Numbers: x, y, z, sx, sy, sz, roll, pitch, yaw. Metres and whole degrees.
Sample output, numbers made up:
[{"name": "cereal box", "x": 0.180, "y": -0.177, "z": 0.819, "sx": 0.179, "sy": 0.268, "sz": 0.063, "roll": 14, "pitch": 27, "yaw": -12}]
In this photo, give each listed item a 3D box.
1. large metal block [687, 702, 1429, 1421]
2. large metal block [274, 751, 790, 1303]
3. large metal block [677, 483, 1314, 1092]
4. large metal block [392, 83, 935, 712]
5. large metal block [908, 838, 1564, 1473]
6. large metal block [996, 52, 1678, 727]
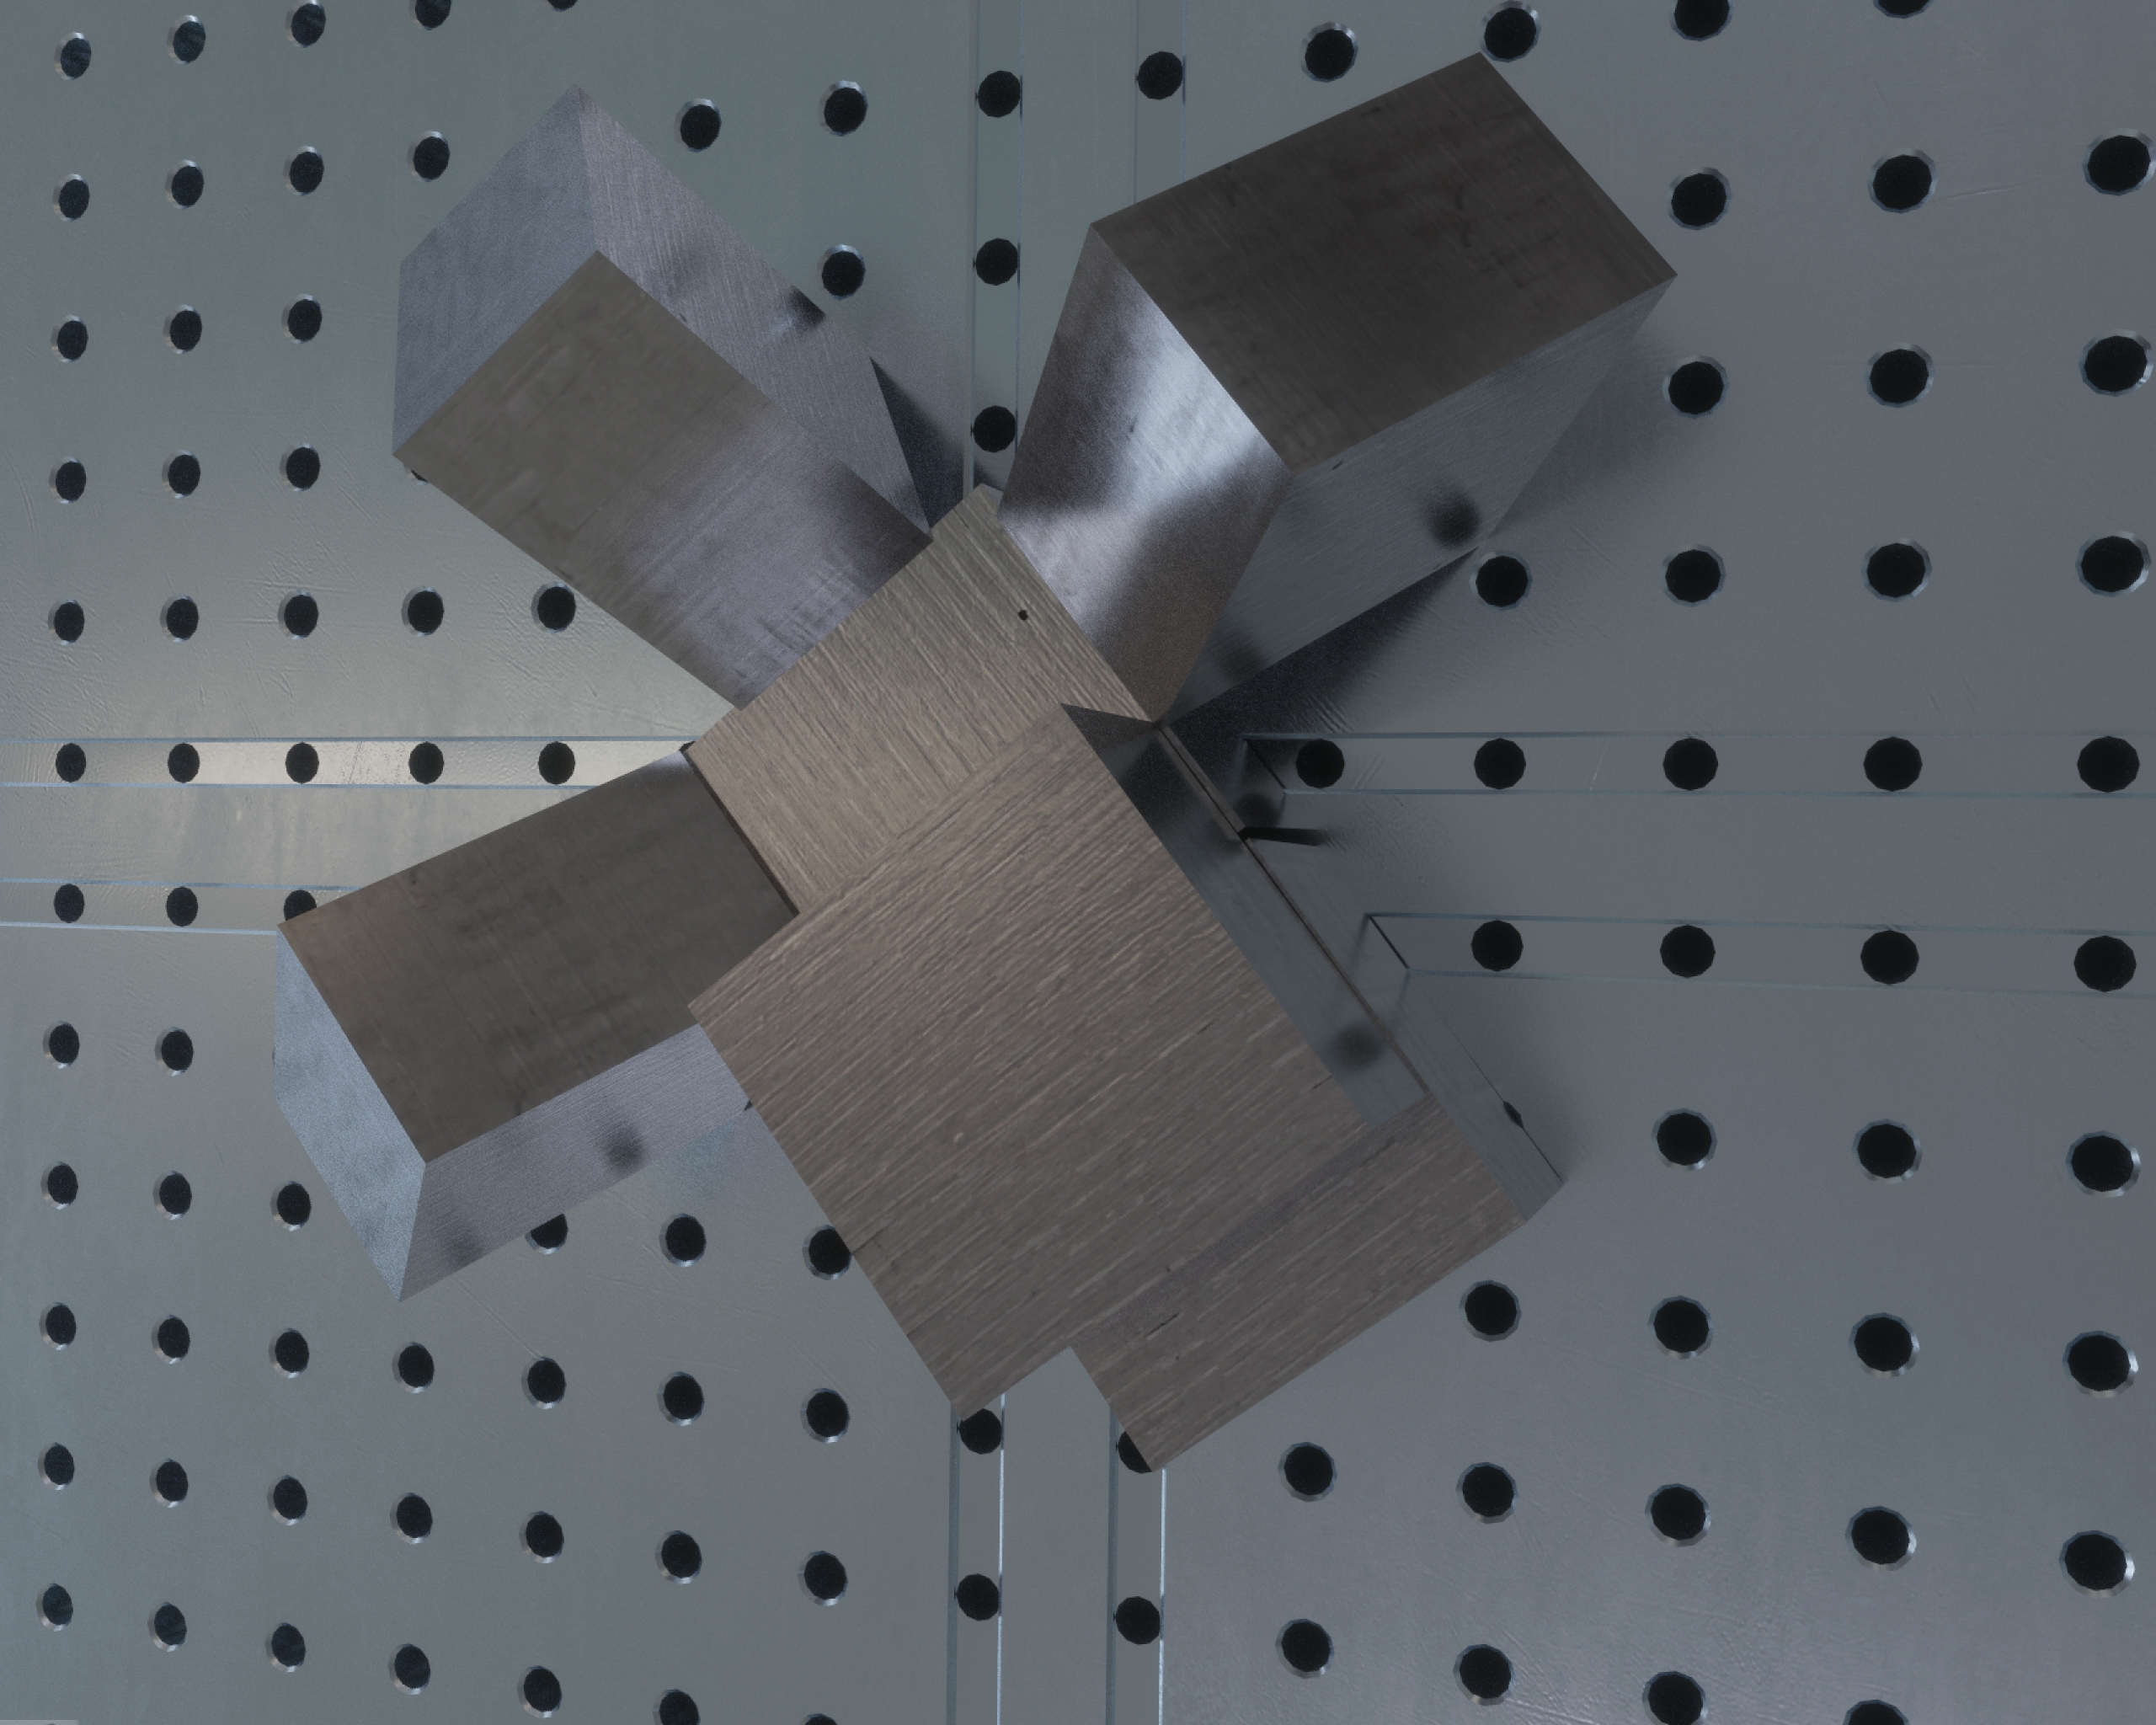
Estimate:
[{"name": "large metal block", "x": -0.002, "y": 0.031, "z": 0.346, "sx": 0.080, "sy": 0.050, "sz": 0.080, "roll": -39, "pitch": 79, "yaw": 15}, {"name": "large metal block", "x": -0.105, "y": 0.033, "z": 0.405, "sx": 0.050, "sy": 0.081, "sz": 0.080, "roll": 54, "pitch": 148, "yaw": 13}, {"name": "large metal block", "x": -0.015, "y": -0.013, "z": 0.405, "sx": 0.080, "sy": 0.050, "sz": 0.080, "roll": -40, "pitch": 78, "yaw": 15}, {"name": "large metal block", "x": -0.079, "y": -0.088, "z": 0.395, "sx": 0.050, "sy": 0.080, "sz": 0.080, "roll": -40, "pitch": 38, "yaw": 16}, {"name": "large metal block", "x": 0.030, "y": 0.052, "z": 0.388, "sx": 0.080, "sy": 0.050, "sz": 0.080, "roll": -38, "pitch": 77, "yaw": 15}, {"name": "large metal block", "x": 0.040, "y": -0.077, "z": 0.353, "sx": 0.080, "sy": 0.080, "sz": 0.050, "roll": -31, "pitch": 77, "yaw": -23}]
